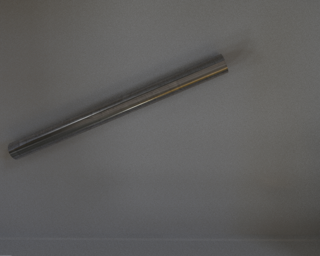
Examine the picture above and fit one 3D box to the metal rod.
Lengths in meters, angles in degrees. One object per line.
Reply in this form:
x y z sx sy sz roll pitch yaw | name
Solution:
-0.059 -0.024 0.401 0.301 0.025 0.025 -22 109 7 | metal rod
